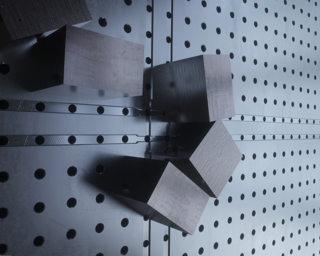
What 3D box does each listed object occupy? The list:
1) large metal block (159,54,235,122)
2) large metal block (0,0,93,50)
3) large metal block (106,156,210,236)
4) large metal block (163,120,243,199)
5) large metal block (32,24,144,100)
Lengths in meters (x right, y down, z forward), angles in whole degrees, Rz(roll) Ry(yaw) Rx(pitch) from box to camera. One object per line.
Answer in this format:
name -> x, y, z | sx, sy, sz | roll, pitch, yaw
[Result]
large metal block -> 0.048, -0.051, 0.413 | 0.050, 0.080, 0.080 | -11, 97, -39
large metal block -> -0.123, -0.126, 0.289 | 0.081, 0.050, 0.080 | -31, 109, -36
large metal block -> -0.002, 0.079, 0.371 | 0.080, 0.080, 0.050 | 43, 64, -32
large metal block -> 0.064, 0.040, 0.446 | 0.080, 0.050, 0.080 | -51, 120, -28
large metal block -> -0.073, -0.059, 0.311 | 0.081, 0.080, 0.050 | 4, 88, -40
